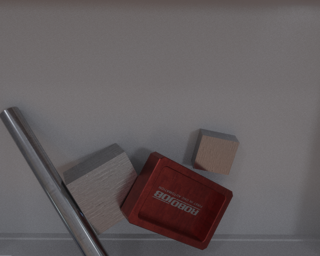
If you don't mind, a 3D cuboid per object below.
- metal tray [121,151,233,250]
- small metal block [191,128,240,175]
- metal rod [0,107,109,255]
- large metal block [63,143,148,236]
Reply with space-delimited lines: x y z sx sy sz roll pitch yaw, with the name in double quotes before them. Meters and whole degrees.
"metal tray" 0.026 0.099 0.412 0.131 0.030 0.090 30 85 -26
"small metal block" 0.075 0.033 0.425 0.050 0.025 0.050 12 110 -5
"metal rod" -0.112 0.102 0.381 0.025 0.025 0.299 -36 81 12
"large metal block" -0.070 0.078 0.412 0.080 0.050 0.080 -30 109 -14
